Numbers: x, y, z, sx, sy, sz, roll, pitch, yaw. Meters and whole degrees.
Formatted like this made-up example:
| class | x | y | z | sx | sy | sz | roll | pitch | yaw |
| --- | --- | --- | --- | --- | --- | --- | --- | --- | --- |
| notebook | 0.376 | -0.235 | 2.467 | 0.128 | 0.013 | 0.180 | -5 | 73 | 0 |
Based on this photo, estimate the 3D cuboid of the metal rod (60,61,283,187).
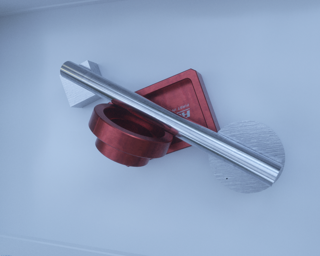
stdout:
| class | x | y | z | sx | sy | sz | roll | pitch | yaw |
| --- | --- | --- | --- | --- | --- | --- | --- | --- | --- |
| metal rod | -0.006 | -0.016 | 0.367 | 0.300 | 0.025 | 0.025 | 28 | 99 | 24 |

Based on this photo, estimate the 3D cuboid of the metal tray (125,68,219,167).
| class | x | y | z | sx | sy | sz | roll | pitch | yaw |
| --- | --- | --- | --- | --- | --- | --- | --- | --- | --- |
| metal tray | 0.003 | -0.011 | 0.404 | 0.130 | 0.030 | 0.090 | -20 | 84 | 18 |

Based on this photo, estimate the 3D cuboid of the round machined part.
| class | x | y | z | sx | sy | sz | roll | pitch | yaw |
| --- | --- | --- | --- | --- | --- | --- | --- | --- | --- |
| round machined part | -0.038 | 0.011 | 0.369 | 0.098 | 0.098 | 0.042 | 29 | 107 | 17 |

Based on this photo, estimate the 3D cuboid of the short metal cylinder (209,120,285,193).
| class | x | y | z | sx | sy | sz | roll | pitch | yaw |
| --- | --- | --- | --- | --- | --- | --- | --- | --- | --- |
| short metal cylinder | 0.101 | 0.031 | 0.360 | 0.080 | 0.050 | 0.079 | 0 | 90 | 19 |

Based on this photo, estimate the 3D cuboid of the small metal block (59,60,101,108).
| class | x | y | z | sx | sy | sz | roll | pitch | yaw |
| --- | --- | --- | --- | --- | --- | --- | --- | --- | --- |
| small metal block | -0.110 | -0.062 | 0.446 | 0.050 | 0.025 | 0.050 | -23 | 83 | 18 |
